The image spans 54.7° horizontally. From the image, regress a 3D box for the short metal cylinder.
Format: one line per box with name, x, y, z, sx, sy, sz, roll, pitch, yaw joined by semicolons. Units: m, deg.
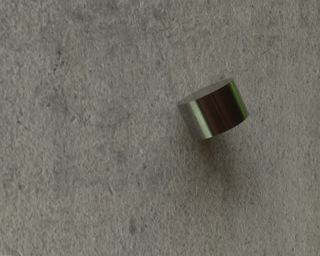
short metal cylinder;0.068;-0.026;0.406;0.080;0.080;0.050;-30;100;-18
